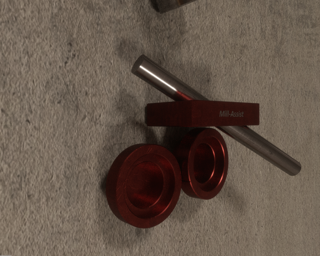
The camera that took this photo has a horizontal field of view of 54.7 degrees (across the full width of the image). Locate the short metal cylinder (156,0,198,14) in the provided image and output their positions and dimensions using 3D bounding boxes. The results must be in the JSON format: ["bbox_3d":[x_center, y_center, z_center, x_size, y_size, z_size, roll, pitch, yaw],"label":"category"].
[{"bbox_3d":[0.029,-0.185,0.395,0.081,0.080,0.050,-34,112,-35],"label":"short metal cylinder"}]

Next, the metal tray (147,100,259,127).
[{"bbox_3d":[0.059,-0.018,0.414,0.131,0.090,0.030,-1,92,-40],"label":"metal tray"}]

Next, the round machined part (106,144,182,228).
[{"bbox_3d":[-0.023,0.067,0.376,0.099,0.042,0.097,0,90,-40],"label":"round machined part"}]

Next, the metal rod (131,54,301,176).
[{"bbox_3d":[0.092,-0.005,0.415,0.301,0.025,0.025,30,71,-26],"label":"metal rod"}]

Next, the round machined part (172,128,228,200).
[{"bbox_3d":[0.053,0.049,0.435,0.099,0.042,0.097,1,89,-48],"label":"round machined part"}]
